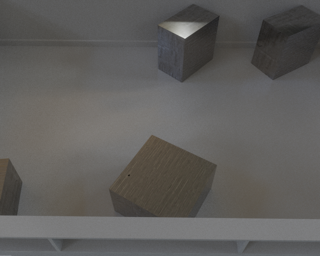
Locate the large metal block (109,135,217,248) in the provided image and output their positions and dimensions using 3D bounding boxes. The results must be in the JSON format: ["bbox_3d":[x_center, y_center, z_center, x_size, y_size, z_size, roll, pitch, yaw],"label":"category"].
[{"bbox_3d":[0.005,0.065,0.334,0.080,0.050,0.080,25,54,19],"label":"large metal block"}]

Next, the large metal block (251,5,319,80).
[{"bbox_3d":[0.198,-0.132,0.482,0.081,0.080,0.050,-25,55,-20],"label":"large metal block"}]

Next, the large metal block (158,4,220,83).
[{"bbox_3d":[0.042,-0.131,0.480,0.050,0.080,0.080,35,58,25],"label":"large metal block"}]

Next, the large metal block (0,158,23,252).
[{"bbox_3d":[-0.196,0.081,0.316,0.081,0.050,0.080,-4,50,-8],"label":"large metal block"}]
